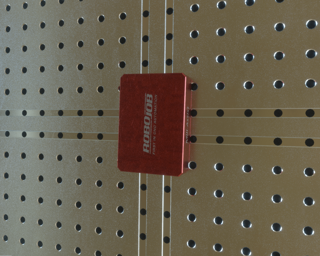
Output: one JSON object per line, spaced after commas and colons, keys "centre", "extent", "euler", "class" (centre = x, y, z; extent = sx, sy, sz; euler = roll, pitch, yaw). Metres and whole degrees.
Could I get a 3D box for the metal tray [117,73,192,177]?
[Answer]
{"centre": [-0.008, -0.006, 0.411], "extent": [0.090, 0.030, 0.129], "euler": [2, 91, 19], "class": "metal tray"}
